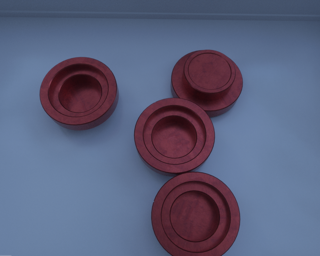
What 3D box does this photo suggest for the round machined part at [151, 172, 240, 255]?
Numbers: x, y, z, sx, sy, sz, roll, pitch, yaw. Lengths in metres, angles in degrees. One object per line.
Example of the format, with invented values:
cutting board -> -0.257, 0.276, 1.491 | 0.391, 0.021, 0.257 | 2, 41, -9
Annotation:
round machined part -> 0.039, 0.102, 0.361 | 0.099, 0.042, 0.098 | 0, 73, -1

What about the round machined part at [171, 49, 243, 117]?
round machined part -> 0.065, -0.067, 0.423 | 0.099, 0.042, 0.098 | 1, 68, -1

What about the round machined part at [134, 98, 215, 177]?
round machined part -> 0.018, 0.014, 0.395 | 0.099, 0.042, 0.098 | 0, 70, 0

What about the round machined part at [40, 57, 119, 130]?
round machined part -> -0.104, -0.042, 0.415 | 0.099, 0.042, 0.098 | 0, 70, 0
